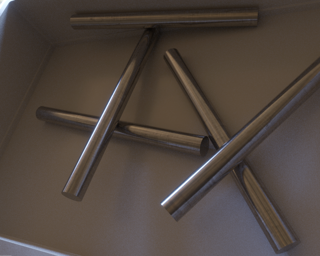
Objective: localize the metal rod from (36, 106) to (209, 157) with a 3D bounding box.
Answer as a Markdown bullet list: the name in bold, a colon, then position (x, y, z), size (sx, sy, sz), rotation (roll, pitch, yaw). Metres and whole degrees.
- **metal rod**: position (-0.073, -0.002, 0.443), size (0.300, 0.025, 0.025), rotation (10, 67, 32)

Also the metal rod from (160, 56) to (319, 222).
- **metal rod**: position (0.121, -0.015, 0.327), size (0.301, 0.025, 0.025), rotation (-41, 51, -10)

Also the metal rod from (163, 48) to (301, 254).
- **metal rod**: position (0.066, 0.000, 0.370), size (0.025, 0.025, 0.300), rotation (-31, 52, 8)

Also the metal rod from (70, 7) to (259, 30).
- **metal rod**: position (-0.005, -0.168, 0.479), size (0.301, 0.025, 0.025), rotation (5, 64, 20)

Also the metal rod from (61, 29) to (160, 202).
- **metal rod**: position (-0.056, -0.041, 0.432), size (0.025, 0.025, 0.300), rotation (1, 54, 28)
